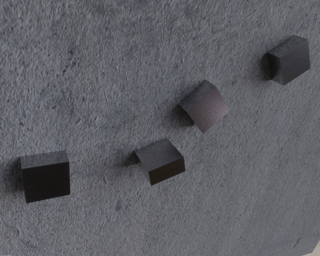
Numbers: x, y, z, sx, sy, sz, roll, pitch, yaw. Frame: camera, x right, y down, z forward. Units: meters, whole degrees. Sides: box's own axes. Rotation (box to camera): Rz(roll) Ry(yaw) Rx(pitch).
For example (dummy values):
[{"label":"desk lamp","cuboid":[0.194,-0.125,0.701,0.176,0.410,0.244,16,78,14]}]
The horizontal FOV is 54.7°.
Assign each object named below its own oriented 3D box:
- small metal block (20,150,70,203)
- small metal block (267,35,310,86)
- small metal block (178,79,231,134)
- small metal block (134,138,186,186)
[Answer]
[{"label":"small metal block","cuboid":[-0.135,0.057,0.368,0.050,0.025,0.050,-7,122,-25]},{"label":"small metal block","cuboid":[0.187,-0.098,0.448,0.050,0.025,0.050,-33,129,-7]},{"label":"small metal block","cuboid":[0.061,-0.029,0.422,0.050,0.025,0.050,-41,130,0]},{"label":"small metal block","cuboid":[-0.001,0.044,0.417,0.050,0.050,0.025,-21,127,-16]}]
